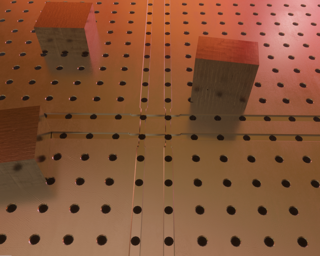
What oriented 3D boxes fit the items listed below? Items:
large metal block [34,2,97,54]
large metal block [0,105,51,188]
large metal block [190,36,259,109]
[{"bbox_3d":[-0.159,-0.174,0.536,0.081,0.050,0.080,1,50,0],"label":"large metal block"},{"bbox_3d":[-0.180,0.023,0.370,0.081,0.050,0.080,-7,51,-6],"label":"large metal block"},{"bbox_3d":[0.089,-0.078,0.438,0.080,0.080,0.050,8,51,6],"label":"large metal block"}]
